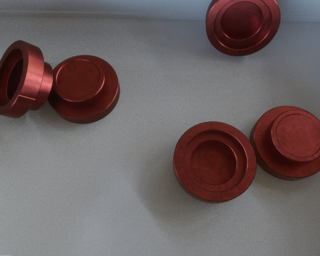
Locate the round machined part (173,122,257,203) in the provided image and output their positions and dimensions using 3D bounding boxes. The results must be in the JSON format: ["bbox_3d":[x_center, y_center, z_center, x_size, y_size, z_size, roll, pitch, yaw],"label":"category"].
[{"bbox_3d":[0.065,0.044,0.385,0.099,0.042,0.098,0,70,-1],"label":"round machined part"}]

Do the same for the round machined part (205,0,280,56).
[{"bbox_3d":[0.113,-0.154,0.435,0.099,0.097,0.042,4,44,1],"label":"round machined part"}]

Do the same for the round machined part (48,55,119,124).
[{"bbox_3d":[-0.106,-0.058,0.421,0.099,0.042,0.098,0,70,-1],"label":"round machined part"}]

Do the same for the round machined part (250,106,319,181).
[{"bbox_3d":[0.170,0.016,0.397,0.099,0.042,0.098,0,70,-1],"label":"round machined part"}]

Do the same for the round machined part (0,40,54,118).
[{"bbox_3d":[-0.176,-0.060,0.403,0.098,0.042,0.098,-13,70,39],"label":"round machined part"}]
